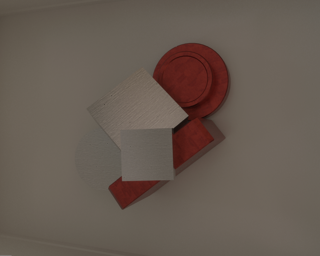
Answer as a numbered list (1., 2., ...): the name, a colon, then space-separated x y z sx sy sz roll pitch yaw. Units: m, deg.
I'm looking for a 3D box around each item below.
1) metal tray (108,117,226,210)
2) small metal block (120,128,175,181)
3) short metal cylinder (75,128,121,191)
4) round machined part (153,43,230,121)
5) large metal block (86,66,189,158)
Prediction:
1. metal tray: 0.012 0.040 0.369 0.130 0.090 0.030 -39 77 15
2. small metal block: -0.011 0.026 0.311 0.050 0.025 0.050 -2 89 6
3. short metal cylinder: -0.066 0.040 0.417 0.080 0.050 0.079 0 90 19
4. round machined part: 0.036 -0.058 0.386 0.098 0.042 0.097 0 90 19
5. large metal block: -0.025 -0.010 0.365 0.080 0.050 0.080 -39 76 -10
